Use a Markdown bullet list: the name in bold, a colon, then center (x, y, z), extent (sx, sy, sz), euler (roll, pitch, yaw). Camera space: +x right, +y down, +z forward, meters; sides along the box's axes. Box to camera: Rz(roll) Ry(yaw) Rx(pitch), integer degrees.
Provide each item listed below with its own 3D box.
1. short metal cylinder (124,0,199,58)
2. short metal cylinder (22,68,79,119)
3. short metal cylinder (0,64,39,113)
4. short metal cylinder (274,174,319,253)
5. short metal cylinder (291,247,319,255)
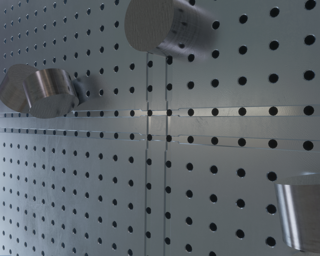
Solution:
- **short metal cylinder**: center (0.001, -0.132, 0.392), extent (0.080, 0.050, 0.079), euler (0, 90, 40)
- **short metal cylinder**: center (-0.185, -0.057, 0.527), extent (0.080, 0.081, 0.050), euler (-35, 68, 34)
- **short metal cylinder**: center (-0.254, -0.074, 0.583), extent (0.050, 0.081, 0.080), euler (-44, 64, 31)
- **short metal cylinder**: center (0.141, 0.066, 0.257), extent (0.080, 0.081, 0.050), euler (-12, 83, 39)
- **short metal cylinder**: center (0.135, 0.135, 0.262), extent (0.080, 0.081, 0.050), euler (-41, 65, 32)
